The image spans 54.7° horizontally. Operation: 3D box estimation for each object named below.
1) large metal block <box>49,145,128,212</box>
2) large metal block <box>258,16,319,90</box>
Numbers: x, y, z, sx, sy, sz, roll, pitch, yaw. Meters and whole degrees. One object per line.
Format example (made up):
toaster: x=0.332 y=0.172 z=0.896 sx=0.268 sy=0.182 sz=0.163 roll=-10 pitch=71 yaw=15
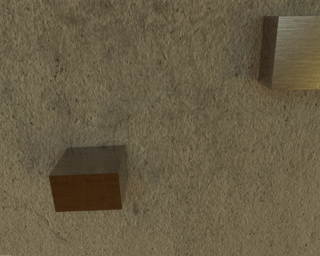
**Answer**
large metal block: x=-0.087 y=0.063 z=0.403 sx=0.080 sy=0.080 sz=0.050 roll=-2 pitch=110 yaw=1
large metal block: x=0.167 y=-0.090 z=0.364 sx=0.080 sy=0.050 sz=0.079 roll=-1 pitch=110 yaw=0
